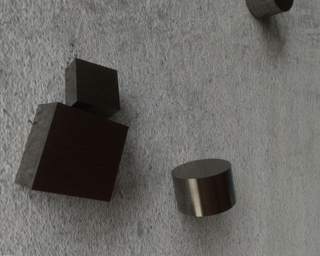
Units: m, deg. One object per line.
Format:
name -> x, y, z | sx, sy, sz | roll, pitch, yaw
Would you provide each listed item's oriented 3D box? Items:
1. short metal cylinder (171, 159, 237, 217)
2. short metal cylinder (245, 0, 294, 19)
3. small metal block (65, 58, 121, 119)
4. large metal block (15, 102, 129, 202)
short metal cylinder -> 0.059, 0.078, 0.418 | 0.081, 0.080, 0.050 | -18, 102, -39
short metal cylinder -> 0.195, -0.241, 0.551 | 0.081, 0.050, 0.080 | 0, 90, -40
small metal block -> -0.073, -0.041, 0.333 | 0.050, 0.025, 0.050 | 11, 63, -40
large metal block -> -0.087, 0.026, 0.315 | 0.080, 0.050, 0.080 | 21, 77, -38
